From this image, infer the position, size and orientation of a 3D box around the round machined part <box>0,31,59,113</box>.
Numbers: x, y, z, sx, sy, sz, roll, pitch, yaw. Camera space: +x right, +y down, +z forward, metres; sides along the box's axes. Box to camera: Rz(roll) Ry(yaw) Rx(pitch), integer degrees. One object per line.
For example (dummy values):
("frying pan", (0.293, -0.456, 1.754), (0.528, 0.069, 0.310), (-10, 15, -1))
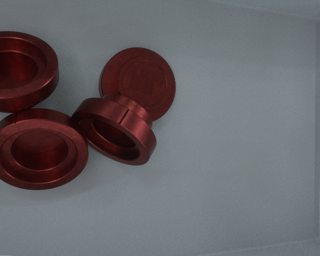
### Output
("round machined part", (-0.158, -0.055, 0.327), (0.099, 0.042, 0.098), (7, 52, -9))

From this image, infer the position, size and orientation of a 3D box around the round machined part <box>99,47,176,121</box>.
("round machined part", (-0.025, -0.054, 0.392), (0.099, 0.042, 0.097), (0, 90, -20))

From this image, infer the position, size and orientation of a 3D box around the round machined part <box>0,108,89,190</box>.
("round machined part", (-0.130, 0.019, 0.337), (0.099, 0.042, 0.097), (-9, 129, -12))

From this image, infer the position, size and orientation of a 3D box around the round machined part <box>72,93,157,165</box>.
("round machined part", (-0.048, -0.002, 0.357), (0.098, 0.098, 0.042), (38, 59, -16))
